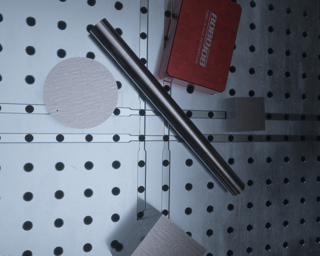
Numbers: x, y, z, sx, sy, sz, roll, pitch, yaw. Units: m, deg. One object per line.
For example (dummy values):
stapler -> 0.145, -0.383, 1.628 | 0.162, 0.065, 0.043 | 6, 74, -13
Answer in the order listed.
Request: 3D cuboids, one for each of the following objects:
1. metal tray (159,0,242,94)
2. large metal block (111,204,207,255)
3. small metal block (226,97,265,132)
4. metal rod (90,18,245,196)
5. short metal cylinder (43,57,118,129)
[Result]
metal tray -> 0.057, -0.121, 0.432 | 0.091, 0.030, 0.129 | 14, 85, -20
large metal block -> -0.002, 0.160, 0.400 | 0.080, 0.050, 0.080 | 43, 76, -15
small metal block -> 0.127, -0.020, 0.461 | 0.050, 0.025, 0.050 | -3, 91, -20
metal rod -> 0.019, -0.019, 0.420 | 0.025, 0.025, 0.300 | -45, 104, -15
short metal cylinder -> -0.094, -0.039, 0.365 | 0.081, 0.050, 0.079 | 0, 90, -21
